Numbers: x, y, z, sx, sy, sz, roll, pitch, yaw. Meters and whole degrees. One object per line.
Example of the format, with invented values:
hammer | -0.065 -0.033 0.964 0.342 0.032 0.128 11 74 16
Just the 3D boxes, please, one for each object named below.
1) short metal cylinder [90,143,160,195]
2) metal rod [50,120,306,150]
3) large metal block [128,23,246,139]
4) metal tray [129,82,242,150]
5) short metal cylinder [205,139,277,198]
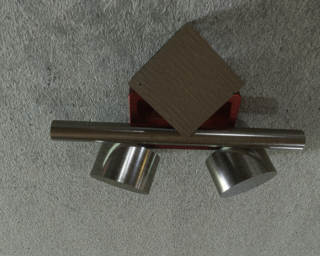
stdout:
short metal cylinder | -0.046 0.052 0.412 0.080 0.050 0.080 16 162 6
metal rod | 0.023 0.009 0.377 0.302 0.025 0.025 2 130 -2
large metal block | 0.026 -0.050 0.322 0.080 0.050 0.080 43 102 -12
metal tray | 0.028 -0.015 0.394 0.131 0.030 0.089 1 130 -2
short metal cylinder | 0.108 0.054 0.418 0.081 0.050 0.080 -17 154 -8
